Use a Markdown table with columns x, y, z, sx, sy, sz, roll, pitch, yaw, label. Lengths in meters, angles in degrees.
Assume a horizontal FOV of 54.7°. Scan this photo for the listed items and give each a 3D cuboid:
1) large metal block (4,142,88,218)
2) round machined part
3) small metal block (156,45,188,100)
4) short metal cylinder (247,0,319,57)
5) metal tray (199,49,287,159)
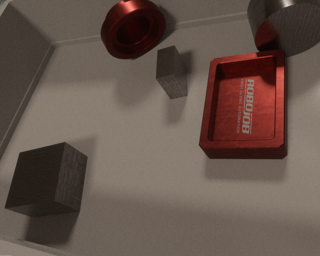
| x | y | z | sx | sy | sz | roll | pitch | yaw | label |
| --- | --- | --- | --- | --- | --- | --- | --- | --- | --- |
| -0.152 | 0.072 | 0.423 | 0.080 | 0.050 | 0.080 | -13 | 56 | 21 | large metal block |
| -0.044 | -0.154 | 0.471 | 0.098 | 0.098 | 0.042 | -32 | 67 | 7 | round machined part |
| 0.017 | -0.075 | 0.426 | 0.025 | 0.050 | 0.050 | -11 | 57 | 22 | small metal block |
| 0.150 | -0.131 | 0.372 | 0.080 | 0.080 | 0.050 | -15 | 56 | 19 | short metal cylinder |
| 0.101 | -0.029 | 0.366 | 0.090 | 0.030 | 0.130 | -2 | 60 | 26 | metal tray |
